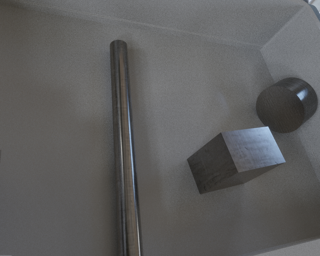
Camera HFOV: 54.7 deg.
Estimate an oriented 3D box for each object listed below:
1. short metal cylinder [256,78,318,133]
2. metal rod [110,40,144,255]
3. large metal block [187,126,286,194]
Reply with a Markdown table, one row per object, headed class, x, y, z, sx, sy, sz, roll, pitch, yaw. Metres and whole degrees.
| class | x | y | z | sx | sy | sz | roll | pitch | yaw |
| --- | --- | --- | --- | --- | --- | --- | --- | --- | --- |
| short metal cylinder | 0.207 | -0.038 | 0.508 | 0.050 | 0.080 | 0.080 | -28 | 77 | -37 |
| metal rod | -0.044 | 0.012 | 0.375 | 0.025 | 0.025 | 0.299 | 7 | 58 | -25 |
| large metal block | 0.095 | 0.042 | 0.398 | 0.081 | 0.080 | 0.050 | -6 | 65 | -31 |
